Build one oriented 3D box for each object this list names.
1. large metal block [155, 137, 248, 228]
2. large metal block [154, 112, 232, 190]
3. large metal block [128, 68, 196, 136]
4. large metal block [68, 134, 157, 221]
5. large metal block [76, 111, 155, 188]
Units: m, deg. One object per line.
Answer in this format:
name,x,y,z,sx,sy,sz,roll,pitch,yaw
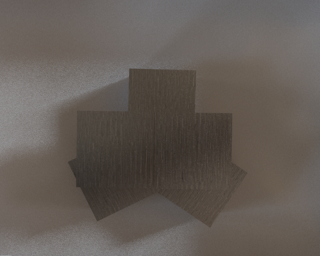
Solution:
large metal block,0.050,0.064,0.396,0.080,0.050,0.080,34,90,0
large metal block,0.034,0.024,0.346,0.081,0.050,0.080,1,90,0
large metal block,0.002,-0.031,0.397,0.081,0.050,0.080,2,90,0
large metal block,-0.057,0.059,0.397,0.080,0.050,0.080,-26,90,0
large metal block,-0.046,0.022,0.347,0.081,0.050,0.080,1,90,0
